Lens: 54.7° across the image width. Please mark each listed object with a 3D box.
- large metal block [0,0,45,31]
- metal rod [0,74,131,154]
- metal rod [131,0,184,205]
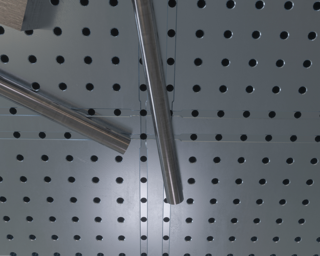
[{"bbox_3d":[-0.173,-0.161,0.339,0.080,0.050,0.079,20,109,-8],"label":"large metal block"},{"bbox_3d":[-0.177,-0.042,0.396,0.301,0.025,0.025,27,108,-10],"label":"metal rod"},{"bbox_3d":[-0.001,-0.033,0.401,0.025,0.025,0.298,-9,110,3],"label":"metal rod"}]
